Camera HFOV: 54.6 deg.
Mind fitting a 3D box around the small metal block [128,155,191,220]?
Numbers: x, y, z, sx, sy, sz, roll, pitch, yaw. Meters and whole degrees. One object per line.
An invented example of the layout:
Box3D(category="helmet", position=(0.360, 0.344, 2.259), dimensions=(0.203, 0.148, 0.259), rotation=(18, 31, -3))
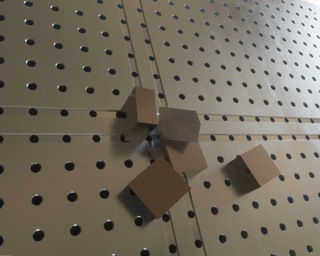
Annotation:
Box3D(category="small metal block", position=(-0.002, 0.068, 0.354), dimensions=(0.050, 0.025, 0.050), rotation=(-40, 84, -15))

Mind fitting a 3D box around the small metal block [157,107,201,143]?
Box3D(category="small metal block", position=(0.022, -0.005, 0.399), dimensions=(0.050, 0.025, 0.050), rotation=(7, 21, -3))

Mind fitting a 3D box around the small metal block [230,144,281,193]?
Box3D(category="small metal block", position=(0.137, 0.057, 0.446), dimensions=(0.050, 0.025, 0.050), rotation=(-20, 73, -36))

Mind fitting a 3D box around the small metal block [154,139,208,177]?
Box3D(category="small metal block", position=(0.027, 0.036, 0.400), dimensions=(0.050, 0.025, 0.050), rotation=(-6, 65, -31))

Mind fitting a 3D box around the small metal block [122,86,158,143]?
Box3D(category="small metal block", position=(-0.027, -0.015, 0.387), dimensions=(0.025, 0.050, 0.050), rotation=(8, 59, -24))
